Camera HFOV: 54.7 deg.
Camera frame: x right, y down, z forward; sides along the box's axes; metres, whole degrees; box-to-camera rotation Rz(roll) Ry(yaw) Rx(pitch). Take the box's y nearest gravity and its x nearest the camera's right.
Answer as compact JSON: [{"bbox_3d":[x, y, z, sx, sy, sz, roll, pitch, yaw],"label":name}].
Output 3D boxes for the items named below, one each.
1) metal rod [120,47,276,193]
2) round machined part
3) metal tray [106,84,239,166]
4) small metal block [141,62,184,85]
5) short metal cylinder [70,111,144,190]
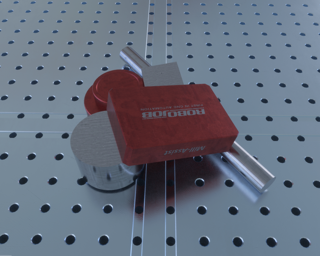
[{"bbox_3d":[0.034,-0.029,0.427,0.025,0.025,0.300,-29,56,-22],"label":"metal rod"},{"bbox_3d":[-0.055,-0.044,0.426,0.099,0.042,0.098,-1,50,1],"label":"round machined part"},{"bbox_3d":[0.013,-0.009,0.357,0.131,0.030,0.090,-6,49,-22],"label":"metal tray"},{"bbox_3d":[0.004,-0.061,0.423,0.050,0.025,0.050,-11,53,-3],"label":"small metal block"},{"bbox_3d":[-0.059,0.025,0.364,0.081,0.050,0.080,0,50,0],"label":"short metal cylinder"}]
